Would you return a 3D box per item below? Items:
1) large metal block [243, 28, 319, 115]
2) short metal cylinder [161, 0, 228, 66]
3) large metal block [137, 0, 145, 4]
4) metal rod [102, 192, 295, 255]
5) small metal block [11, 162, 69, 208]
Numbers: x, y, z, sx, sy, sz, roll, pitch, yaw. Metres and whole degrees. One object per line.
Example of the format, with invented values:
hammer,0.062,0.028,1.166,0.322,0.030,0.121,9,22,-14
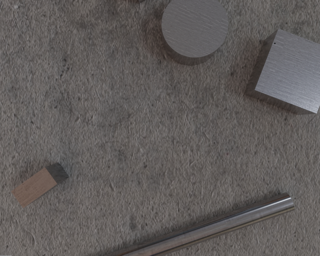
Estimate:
large metal block,0.166,-0.069,0.399,0.080,0.050,0.080,21,90,0
short metal cylinder,0.042,-0.125,0.398,0.081,0.050,0.080,0,90,0
large metal block,-0.027,-0.216,0.382,0.050,0.080,0.080,-30,90,0
metal rod,0.029,0.146,0.410,0.301,0.025,0.025,-19,90,0
small metal block,-0.151,0.071,0.396,0.050,0.050,0.025,-36,90,0
